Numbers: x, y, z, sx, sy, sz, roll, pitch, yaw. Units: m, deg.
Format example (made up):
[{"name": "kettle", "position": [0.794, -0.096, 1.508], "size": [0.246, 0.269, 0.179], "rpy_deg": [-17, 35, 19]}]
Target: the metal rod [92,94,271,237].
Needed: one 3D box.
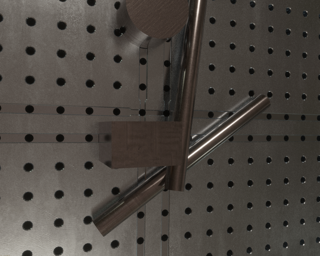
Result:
[{"name": "metal rod", "position": [0.041, 0.042, 0.428], "size": [0.301, 0.025, 0.025], "rpy_deg": [-35, 102, -17]}]

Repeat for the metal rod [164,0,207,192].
[{"name": "metal rod", "position": [0.038, -0.068, 0.413], "size": [0.025, 0.025, 0.298], "rpy_deg": [11, 81, -20]}]

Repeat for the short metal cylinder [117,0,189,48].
[{"name": "short metal cylinder", "position": [-0.010, -0.148, 0.396], "size": [0.081, 0.050, 0.079], "rpy_deg": [0, 90, -21]}]

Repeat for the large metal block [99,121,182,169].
[{"name": "large metal block", "position": [-0.027, 0.017, 0.374], "size": [0.081, 0.080, 0.050], "rpy_deg": [0, 90, -20]}]
